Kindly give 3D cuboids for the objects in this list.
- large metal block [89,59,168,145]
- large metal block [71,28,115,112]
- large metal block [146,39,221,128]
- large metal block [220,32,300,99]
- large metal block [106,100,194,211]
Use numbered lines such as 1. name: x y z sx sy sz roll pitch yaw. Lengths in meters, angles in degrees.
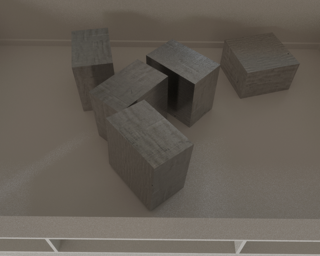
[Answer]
1. large metal block: -0.036 -0.026 0.391 0.050 0.080 0.080 34 58 25
2. large metal block: -0.091 -0.082 0.437 0.050 0.080 0.080 -8 51 -7
3. large metal block: 0.029 -0.061 0.421 0.080 0.080 0.050 36 59 26
4. large metal block: 0.148 -0.096 0.472 0.081 0.050 0.080 -11 51 -10
5. large metal block: -0.014 0.030 0.342 0.050 0.079 0.080 -29 56 -29
